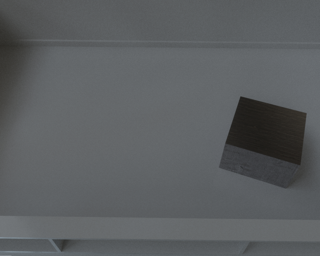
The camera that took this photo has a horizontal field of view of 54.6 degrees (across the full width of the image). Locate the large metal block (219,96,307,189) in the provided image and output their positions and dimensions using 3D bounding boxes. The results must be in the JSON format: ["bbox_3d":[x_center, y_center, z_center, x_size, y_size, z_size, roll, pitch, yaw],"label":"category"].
[{"bbox_3d":[0.124,0.015,0.377,0.080,0.050,0.080,17,52,13],"label":"large metal block"}]
